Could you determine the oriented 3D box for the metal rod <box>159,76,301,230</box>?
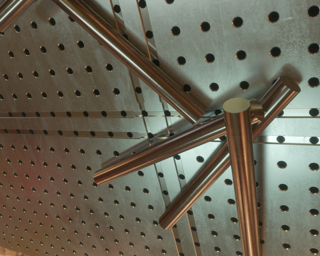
[{"bbox_3d":[0.071,0.054,0.407,0.025,0.025,0.298,35,129,5],"label":"metal rod"}]

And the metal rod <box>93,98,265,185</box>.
[{"bbox_3d":[0.000,0.032,0.416,0.299,0.025,0.025,-27,104,42],"label":"metal rod"}]

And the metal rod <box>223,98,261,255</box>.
[{"bbox_3d":[0.106,0.094,0.380,0.025,0.025,0.299,4,131,26],"label":"metal rod"}]

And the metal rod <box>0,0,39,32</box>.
[{"bbox_3d":[-0.087,-0.187,0.319,0.299,0.025,0.025,-25,105,29],"label":"metal rod"}]

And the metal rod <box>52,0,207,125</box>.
[{"bbox_3d":[-0.064,-0.112,0.376,0.300,0.025,0.025,41,129,-1],"label":"metal rod"}]
